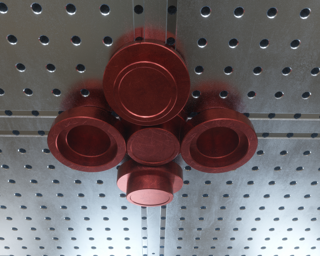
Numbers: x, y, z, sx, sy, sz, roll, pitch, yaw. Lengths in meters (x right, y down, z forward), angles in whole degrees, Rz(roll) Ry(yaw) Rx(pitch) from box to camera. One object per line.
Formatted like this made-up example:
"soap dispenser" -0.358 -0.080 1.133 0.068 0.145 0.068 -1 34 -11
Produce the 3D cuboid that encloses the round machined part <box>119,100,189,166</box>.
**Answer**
"round machined part" -0.009 0.012 0.410 0.099 0.042 0.097 -1 130 0

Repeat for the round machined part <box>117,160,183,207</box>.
"round machined part" -0.015 0.085 0.457 0.099 0.042 0.098 0 145 0

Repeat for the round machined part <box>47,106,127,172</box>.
"round machined part" -0.092 0.011 0.408 0.099 0.042 0.097 -1 130 0

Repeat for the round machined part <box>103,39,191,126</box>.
"round machined part" -0.015 -0.046 0.346 0.099 0.042 0.097 0 116 1

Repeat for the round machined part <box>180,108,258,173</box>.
"round machined part" 0.075 0.012 0.412 0.099 0.042 0.097 -1 130 0
